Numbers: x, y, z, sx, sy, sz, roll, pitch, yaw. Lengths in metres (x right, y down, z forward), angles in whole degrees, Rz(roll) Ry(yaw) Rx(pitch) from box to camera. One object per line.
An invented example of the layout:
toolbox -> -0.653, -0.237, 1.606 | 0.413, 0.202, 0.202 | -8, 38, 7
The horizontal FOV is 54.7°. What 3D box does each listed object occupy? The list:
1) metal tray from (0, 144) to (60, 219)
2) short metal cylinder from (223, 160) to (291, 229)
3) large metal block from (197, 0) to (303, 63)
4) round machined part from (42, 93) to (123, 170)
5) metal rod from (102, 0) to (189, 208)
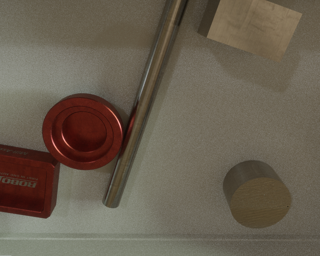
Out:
metal tray -> -0.212, 0.072, 0.432 | 0.131, 0.030, 0.089 | 10, 110, -5
short metal cylinder -> 0.133, 0.092, 0.434 | 0.081, 0.050, 0.079 | 0, 110, -1
large metal block -> 0.092, -0.114, 0.341 | 0.080, 0.080, 0.050 | 17, 109, -7
round machined part -> -0.096, 0.002, 0.402 | 0.099, 0.042, 0.097 | 0, 110, -1
metal rod -> -0.024, -0.024, 0.402 | 0.025, 0.025, 0.298 | 17, 109, -7
